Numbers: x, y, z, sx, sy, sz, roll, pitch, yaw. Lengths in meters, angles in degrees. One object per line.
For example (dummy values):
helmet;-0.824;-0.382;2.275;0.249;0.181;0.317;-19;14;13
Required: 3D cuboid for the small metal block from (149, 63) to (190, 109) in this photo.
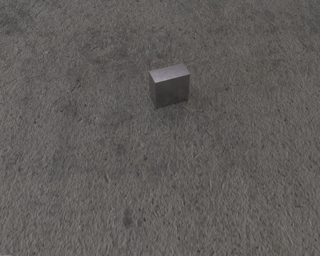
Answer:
small metal block;0.013;-0.059;0.437;0.050;0.050;0.025;-16;52;-13
